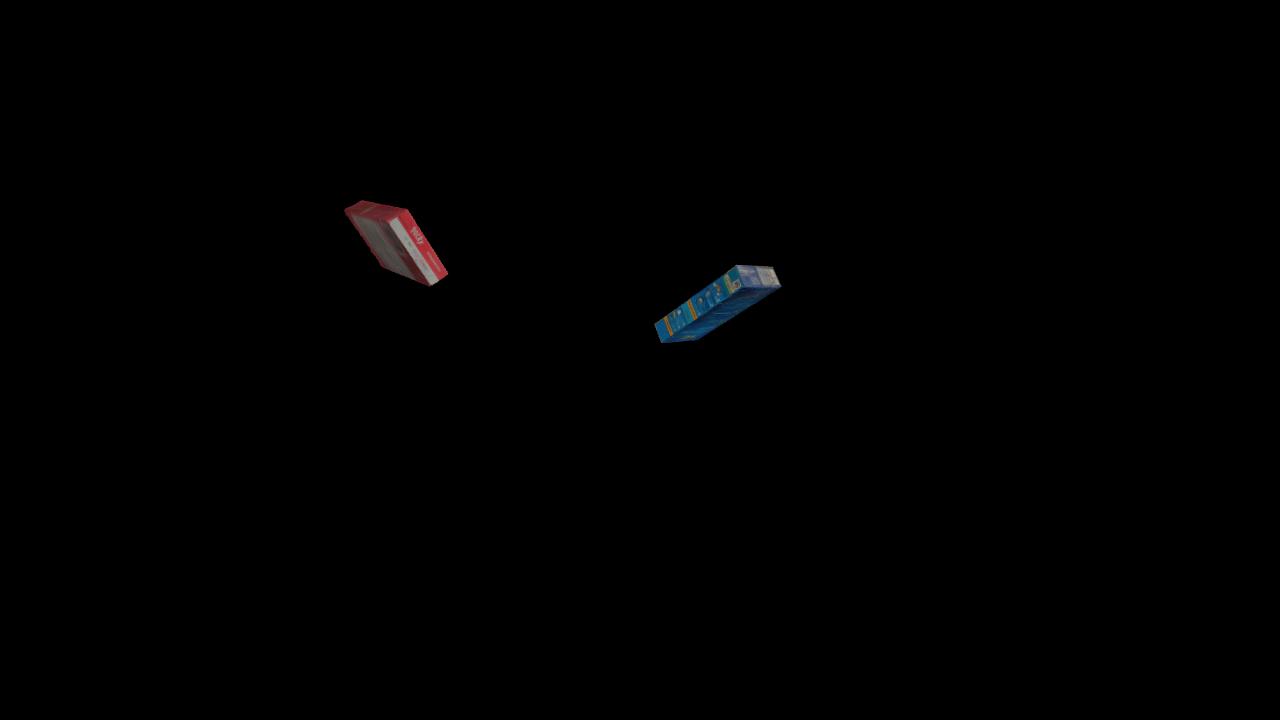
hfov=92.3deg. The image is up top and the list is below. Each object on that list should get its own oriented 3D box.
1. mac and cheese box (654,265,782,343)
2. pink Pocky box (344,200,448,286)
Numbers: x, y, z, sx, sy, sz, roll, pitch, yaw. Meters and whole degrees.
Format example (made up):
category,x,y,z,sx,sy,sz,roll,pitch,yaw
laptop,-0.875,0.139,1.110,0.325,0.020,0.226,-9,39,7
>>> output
category,x,y,z,sx,sy,sz,roll,pitch,yaw
mac and cheese box,0.115,-0.082,0.931,0.093,0.041,0.184,-8,-18,-44
pink Pocky box,-0.282,-0.137,0.706,0.029,0.084,0.155,-42,37,-24
